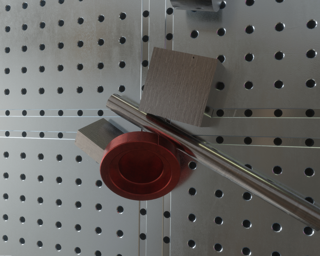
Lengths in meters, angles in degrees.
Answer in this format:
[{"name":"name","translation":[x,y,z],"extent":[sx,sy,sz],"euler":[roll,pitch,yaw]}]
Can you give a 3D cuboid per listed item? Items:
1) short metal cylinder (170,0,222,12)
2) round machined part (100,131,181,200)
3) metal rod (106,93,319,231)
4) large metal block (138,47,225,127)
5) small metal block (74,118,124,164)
[{"name":"short metal cylinder","translation":[0.047,-0.181,0.366],"extent":[0.050,0.080,0.079],"euler":[11,94,19]},{"name":"round machined part","translation":[-0.024,0.043,0.394],"extent":[0.099,0.042,0.097],"euler":[0,124,0]},{"name":"metal rod","translation":[0.057,0.034,0.391],"extent":[0.301,0.025,0.025],"euler":[30,100,17]},{"name":"large metal block","translation":[0.028,-0.050,0.389],"extent":[0.080,0.050,0.079],"euler":[16,95,19]},{"name":"small metal block","translation":[-0.079,0.017,0.423],"extent":[0.050,0.050,0.025],"euler":[35,125,16]}]
